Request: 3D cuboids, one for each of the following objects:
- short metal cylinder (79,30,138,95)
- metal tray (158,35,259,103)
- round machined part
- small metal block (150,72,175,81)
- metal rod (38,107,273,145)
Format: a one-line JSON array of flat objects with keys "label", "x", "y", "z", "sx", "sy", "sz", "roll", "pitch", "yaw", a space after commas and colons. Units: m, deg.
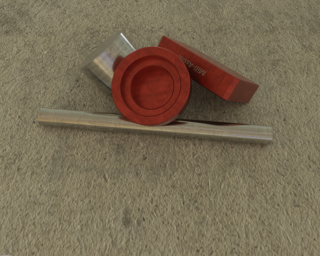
[{"label": "short metal cylinder", "x": -0.068, "y": -0.093, "z": 0.441, "sx": 0.080, "sy": 0.050, "sz": 0.080, "roll": -33, "pitch": 26, "yaw": 19}, {"label": "metal tray", "x": 0.066, "y": -0.082, "z": 0.438, "sx": 0.130, "sy": 0.030, "sz": 0.091, "roll": 38, "pitch": 21, "yaw": 27}, {"label": "round machined part", "x": -0.008, "y": -0.050, "z": 0.395, "sx": 0.098, "sy": 0.042, "sz": 0.097, "roll": -1, "pitch": 85, "yaw": 12}, {"label": "small metal block", "x": -0.001, "y": -0.066, "z": 0.442, "sx": 0.050, "sy": 0.050, "sz": 0.025, "roll": 19, "pitch": 53, "yaw": 15}, {"label": "metal rod", "x": -0.009, "y": -0.003, "z": 0.407, "sx": 0.302, "sy": 0.025, "sz": 0.025, "roll": 5, "pitch": 50, "yaw": 4}]
